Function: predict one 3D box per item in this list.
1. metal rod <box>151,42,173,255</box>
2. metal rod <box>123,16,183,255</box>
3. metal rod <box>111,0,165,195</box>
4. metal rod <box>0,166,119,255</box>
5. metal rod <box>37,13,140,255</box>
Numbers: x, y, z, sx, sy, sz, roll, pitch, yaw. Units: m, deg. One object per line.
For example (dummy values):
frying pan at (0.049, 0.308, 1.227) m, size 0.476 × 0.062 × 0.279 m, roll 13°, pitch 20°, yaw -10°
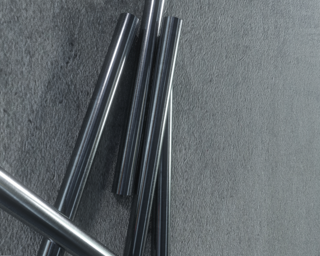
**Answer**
metal rod at (0.003, 0.030, 0.407) m, size 0.025 × 0.025 × 0.298 m, roll 2°, pitch 89°, yaw -40°
metal rod at (-0.009, 0.014, 0.380) m, size 0.025 × 0.025 × 0.298 m, roll 10°, pitch 89°, yaw -40°
metal rod at (-0.022, -0.069, 0.385) m, size 0.025 × 0.025 × 0.299 m, roll 15°, pitch 80°, yaw -39°
metal rod at (-0.073, 0.123, 0.314) m, size 0.025 × 0.025 × 0.300 m, roll -56°, pitch 131°, yaw -25°
metal rod at (-0.076, 0.009, 0.340) m, size 0.025 × 0.025 × 0.299 m, roll 26°, pitch 74°, yaw -37°
